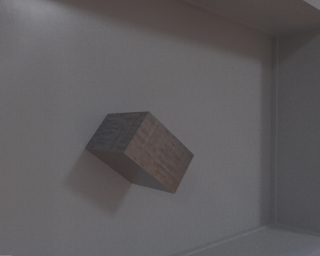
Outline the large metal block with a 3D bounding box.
[{"bbox_3d":[-0.023,0.027,0.350,0.080,0.080,0.050,44,64,-31],"label":"large metal block"}]
